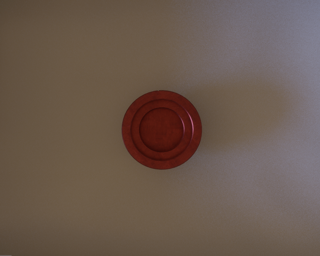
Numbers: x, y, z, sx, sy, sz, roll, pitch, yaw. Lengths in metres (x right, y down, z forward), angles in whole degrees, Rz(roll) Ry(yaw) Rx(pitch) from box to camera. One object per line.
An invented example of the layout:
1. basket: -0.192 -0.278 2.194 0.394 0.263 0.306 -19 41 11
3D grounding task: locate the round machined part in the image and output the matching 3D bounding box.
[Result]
1. round machined part: 0.002 0.002 0.399 0.099 0.042 0.097 0 90 -1
